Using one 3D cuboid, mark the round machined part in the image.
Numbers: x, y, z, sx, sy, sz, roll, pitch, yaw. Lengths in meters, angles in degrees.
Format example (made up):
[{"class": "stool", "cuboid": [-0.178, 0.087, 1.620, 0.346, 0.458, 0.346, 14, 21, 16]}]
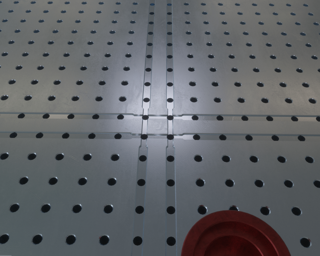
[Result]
[{"class": "round machined part", "cuboid": [0.068, 0.131, 0.287, 0.099, 0.042, 0.098, 0, 50, 0]}]
